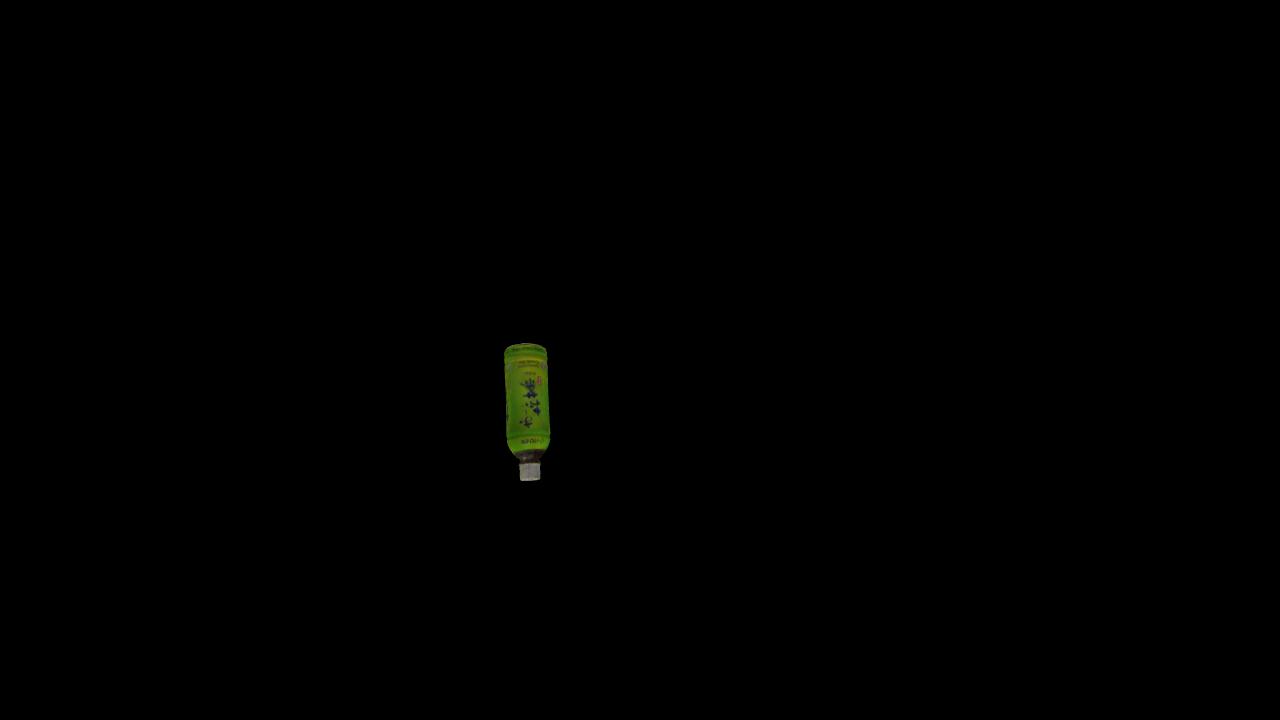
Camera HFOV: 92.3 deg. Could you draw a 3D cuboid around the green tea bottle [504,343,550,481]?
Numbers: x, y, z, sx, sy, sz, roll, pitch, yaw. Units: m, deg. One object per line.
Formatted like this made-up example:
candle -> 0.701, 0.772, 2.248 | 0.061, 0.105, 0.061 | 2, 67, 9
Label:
green tea bottle -> -0.175, 0.082, 0.967 | 0.073, 0.212, 0.073 | -7, -15, -2
